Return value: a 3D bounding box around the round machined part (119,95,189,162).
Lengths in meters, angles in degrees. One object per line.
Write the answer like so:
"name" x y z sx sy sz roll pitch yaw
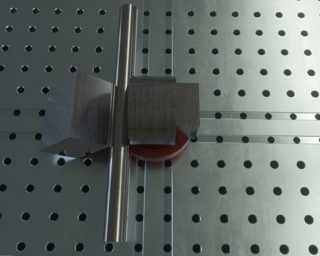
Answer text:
"round machined part" -0.008 -0.003 0.402 0.099 0.042 0.098 0 70 -1

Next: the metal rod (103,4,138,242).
"metal rod" -0.045 -0.022 0.375 0.025 0.025 0.299 1 70 0

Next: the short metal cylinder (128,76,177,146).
"short metal cylinder" -0.008 -0.020 0.358 0.050 0.080 0.080 1 70 0

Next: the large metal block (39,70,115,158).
"large metal block" -0.102 -0.013 0.380 0.050 0.080 0.080 18 64 -38

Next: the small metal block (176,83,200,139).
"small metal block" 0.030 -0.019 0.361 0.025 0.050 0.050 1 70 0
